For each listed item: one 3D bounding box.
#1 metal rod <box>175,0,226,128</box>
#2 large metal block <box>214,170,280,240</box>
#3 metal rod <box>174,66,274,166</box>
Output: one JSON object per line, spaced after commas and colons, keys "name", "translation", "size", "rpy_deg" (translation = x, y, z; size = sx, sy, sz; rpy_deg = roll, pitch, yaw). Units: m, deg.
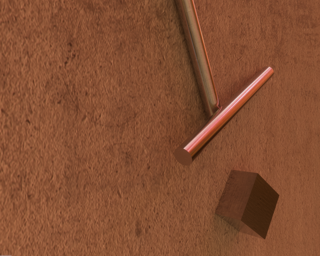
{"name": "metal rod", "translation": [0.048, -0.136, 0.446], "size": [0.025, 0.025, 0.298], "rpy_deg": [-28, 108, -37]}
{"name": "large metal block", "translation": [0.146, 0.126, 0.515], "size": [0.080, 0.050, 0.080], "rpy_deg": [42, 65, -33]}
{"name": "metal rod", "translation": [0.113, -0.034, 0.472], "size": [0.302, 0.025, 0.025], "rpy_deg": [-39, 114, -43]}
